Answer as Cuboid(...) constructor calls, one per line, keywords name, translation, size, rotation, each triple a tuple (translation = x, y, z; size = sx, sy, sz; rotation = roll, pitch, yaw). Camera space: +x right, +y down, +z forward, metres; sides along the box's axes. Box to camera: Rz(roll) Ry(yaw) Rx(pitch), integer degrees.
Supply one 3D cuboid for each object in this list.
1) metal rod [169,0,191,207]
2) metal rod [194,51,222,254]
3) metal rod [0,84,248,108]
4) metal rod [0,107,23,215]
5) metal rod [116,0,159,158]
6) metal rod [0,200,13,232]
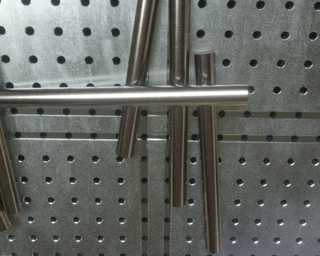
Cuboid(name="metal rod", translation=(0.024, -0.031, 0.401), size=(0.025, 0.025, 0.298), rotation=(-1, 110, 0))
Cuboid(name="metal rod", translation=(0.069, 0.047, 0.431), size=(0.025, 0.025, 0.298), rotation=(-5, 110, 2))
Cuboid(name="metal rod", translation=(-0.051, -0.038, 0.373), size=(0.301, 0.025, 0.025), rotation=(0, 111, 9))
Cuboid(name="metal rod", translation=(-0.221, -0.020, 0.404), size=(0.025, 0.025, 0.298), rotation=(-2, 110, 1))
Cuboid(name="metal rod", translation=(-0.023, -0.102, 0.375), size=(0.025, 0.025, 0.298), rotation=(9, 110, -4))
Cuboid(name="metal rod", translation=(-0.266, 0.011, 0.415), size=(0.025, 0.025, 0.298), rotation=(-12, 110, 4))
